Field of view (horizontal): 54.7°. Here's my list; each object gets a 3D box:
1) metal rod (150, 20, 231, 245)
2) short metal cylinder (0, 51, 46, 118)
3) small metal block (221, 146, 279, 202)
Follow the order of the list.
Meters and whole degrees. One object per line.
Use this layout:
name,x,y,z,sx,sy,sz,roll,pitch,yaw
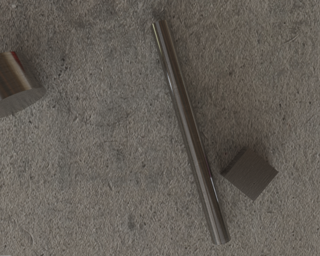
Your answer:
metal rod,0.041,0.006,0.410,0.025,0.025,0.298,-16,90,0
short metal cylinder,-0.190,-0.051,0.380,0.080,0.080,0.050,-30,90,0
small metal block,0.118,0.060,0.412,0.050,0.025,0.050,40,90,-1
